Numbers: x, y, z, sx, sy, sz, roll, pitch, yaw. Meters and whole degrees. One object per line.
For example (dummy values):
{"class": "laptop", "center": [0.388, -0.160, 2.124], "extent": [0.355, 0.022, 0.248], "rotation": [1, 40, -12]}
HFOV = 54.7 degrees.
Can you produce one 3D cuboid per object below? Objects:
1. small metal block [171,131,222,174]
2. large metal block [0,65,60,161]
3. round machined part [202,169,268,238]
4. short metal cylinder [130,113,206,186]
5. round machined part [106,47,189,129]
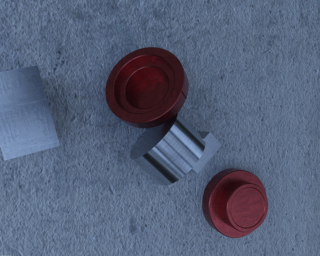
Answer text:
{"class": "small metal block", "center": [0.047, 0.031, 0.414], "extent": [0.050, 0.050, 0.025], "rotation": [-47, 106, -14]}
{"class": "large metal block", "center": [-0.144, -0.015, 0.327], "extent": [0.050, 0.080, 0.080], "rotation": [-16, 96, -20]}
{"class": "round machined part", "center": [0.114, 0.109, 0.444], "extent": [0.099, 0.042, 0.097], "rotation": [0, 90, -21]}
{"class": "short metal cylinder", "center": [0.009, 0.024, 0.384], "extent": [0.050, 0.080, 0.080], "rotation": [45, 76, -16]}
{"class": "round machined part", "center": [-0.013, -0.045, 0.378], "extent": [0.098, 0.042, 0.098], "rotation": [-6, 70, 17]}
